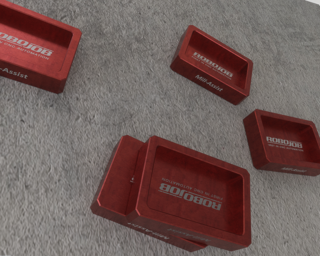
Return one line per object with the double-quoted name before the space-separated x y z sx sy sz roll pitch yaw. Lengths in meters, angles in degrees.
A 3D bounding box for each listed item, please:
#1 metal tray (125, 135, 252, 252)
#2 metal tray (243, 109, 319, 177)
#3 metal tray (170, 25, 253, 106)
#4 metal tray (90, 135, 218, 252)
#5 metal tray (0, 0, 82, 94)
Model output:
"metal tray" 0.036 0.071 0.336 0.131 0.030 0.090 21 54 -16
"metal tray" 0.201 0.025 0.493 0.131 0.030 0.090 9 58 -23
"metal tray" 0.089 -0.104 0.511 0.131 0.030 0.090 27 52 -11
"metal tray" -0.001 0.074 0.354 0.131 0.030 0.090 26 53 -12
"metal tray" -0.169 -0.102 0.371 0.131 0.030 0.090 18 55 -18
